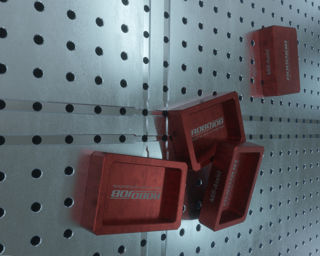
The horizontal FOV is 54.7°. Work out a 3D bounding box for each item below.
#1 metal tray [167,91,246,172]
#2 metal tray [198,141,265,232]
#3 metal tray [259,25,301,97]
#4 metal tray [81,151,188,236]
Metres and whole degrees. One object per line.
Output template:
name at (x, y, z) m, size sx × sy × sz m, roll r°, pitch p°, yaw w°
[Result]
metal tray at (0.076, 0.001, 0.471) m, size 0.131 × 0.030 × 0.089 m, roll -21°, pitch 104°, yaw -38°
metal tray at (0.111, 0.086, 0.477) m, size 0.091 × 0.030 × 0.129 m, roll 4°, pitch 102°, yaw -45°
metal tray at (0.236, -0.130, 0.608) m, size 0.091 × 0.030 × 0.129 m, roll -11°, pitch 97°, yaw -40°
metal tray at (-0.026, 0.081, 0.386) m, size 0.131 × 0.030 × 0.090 m, roll 12°, pitch 82°, yaw -40°
